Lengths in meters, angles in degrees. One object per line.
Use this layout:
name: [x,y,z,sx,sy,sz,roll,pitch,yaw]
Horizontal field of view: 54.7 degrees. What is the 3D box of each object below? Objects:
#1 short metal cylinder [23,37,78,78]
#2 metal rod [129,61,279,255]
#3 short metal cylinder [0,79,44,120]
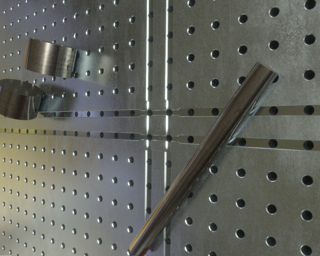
short metal cylinder: [-0.186,-0.119,0.528,0.080,0.081,0.050,24,105,37]
metal rod: [0.039,0.055,0.376,0.025,0.025,0.298,46,117,30]
short metal cylinder: [-0.274,-0.056,0.600,0.080,0.081,0.050,36,112,34]
